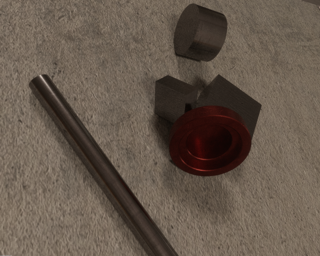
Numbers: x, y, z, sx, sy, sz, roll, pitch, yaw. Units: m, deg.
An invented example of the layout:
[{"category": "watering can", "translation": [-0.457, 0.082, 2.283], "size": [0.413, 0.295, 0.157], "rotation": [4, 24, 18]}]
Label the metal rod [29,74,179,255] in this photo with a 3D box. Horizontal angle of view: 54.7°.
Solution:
[{"category": "metal rod", "translation": [-0.051, 0.063, 0.338], "size": [0.025, 0.025, 0.299], "rotation": [-31, 79, -38]}]

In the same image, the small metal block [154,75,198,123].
[{"category": "small metal block", "translation": [0.020, -0.036, 0.410], "size": [0.050, 0.050, 0.025], "rotation": [29, 44, 30]}]

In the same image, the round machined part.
[{"category": "round machined part", "translation": [0.060, 0.012, 0.388], "size": [0.099, 0.097, 0.042], "rotation": [21, 34, -16]}]

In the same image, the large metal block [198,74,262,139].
[{"category": "large metal block", "translation": [0.093, -0.018, 0.451], "size": [0.080, 0.050, 0.080], "rotation": [34, 51, -6]}]

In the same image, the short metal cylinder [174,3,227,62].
[{"category": "short metal cylinder", "translation": [0.063, -0.152, 0.497], "size": [0.050, 0.080, 0.080], "rotation": [9, 58, -24]}]
